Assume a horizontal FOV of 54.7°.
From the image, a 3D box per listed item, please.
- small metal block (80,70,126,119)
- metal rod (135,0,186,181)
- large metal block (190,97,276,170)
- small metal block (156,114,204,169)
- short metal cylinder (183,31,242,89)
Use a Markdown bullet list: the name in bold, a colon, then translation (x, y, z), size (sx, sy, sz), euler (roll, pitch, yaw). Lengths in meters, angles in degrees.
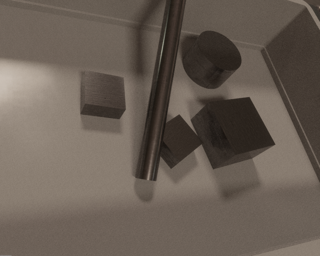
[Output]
- **small metal block**: translation (-0.073, -0.042, 0.393), size (0.050, 0.025, 0.050), euler (7, 59, -25)
- **metal rod**: translation (0.008, -0.085, 0.386), size (0.025, 0.025, 0.299), euler (13, 81, -22)
- **large metal block**: translation (0.103, 0.006, 0.444), size (0.081, 0.050, 0.080), euler (-9, 67, -33)
- **small metal block**: translation (0.020, 0.017, 0.408), size (0.050, 0.025, 0.050), euler (-34, 81, -38)
- **short metal cylinder**: translation (0.084, -0.111, 0.505), size (0.081, 0.050, 0.080), euler (14, 56, -21)
